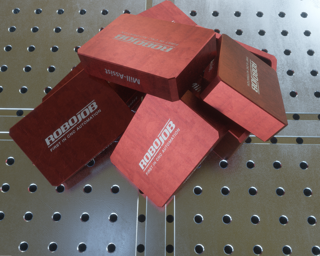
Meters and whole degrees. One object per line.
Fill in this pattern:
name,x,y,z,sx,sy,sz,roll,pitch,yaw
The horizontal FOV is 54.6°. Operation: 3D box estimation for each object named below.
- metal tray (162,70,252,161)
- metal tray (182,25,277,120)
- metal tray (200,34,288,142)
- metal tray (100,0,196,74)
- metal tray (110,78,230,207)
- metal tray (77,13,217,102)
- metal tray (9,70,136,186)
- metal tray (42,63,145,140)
metal tray,0.051,-0.023,0.387,0.130,0.090,0.030,42,76,14
metal tray,0.091,-0.072,0.412,0.131,0.030,0.090,17,69,-15
metal tray,0.097,-0.053,0.362,0.090,0.030,0.130,33,36,-10
metal tray,-0.006,-0.119,0.432,0.131,0.030,0.090,-37,76,-27
metal tray,0.005,0.019,0.356,0.090,0.129,0.030,42,33,13
metal tray,-0.015,-0.084,0.346,0.130,0.030,0.090,21,56,28
metal tray,-0.105,-0.003,0.385,0.130,0.030,0.090,-40,90,-2
metal tray,-0.082,-0.051,0.427,0.090,0.030,0.130,37,74,12
